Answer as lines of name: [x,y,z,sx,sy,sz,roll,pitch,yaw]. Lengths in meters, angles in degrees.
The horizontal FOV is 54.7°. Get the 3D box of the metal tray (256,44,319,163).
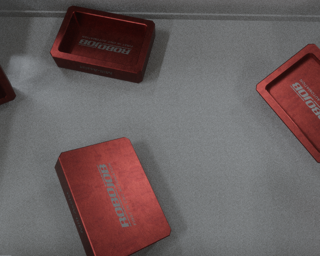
metal tray: [0.201,-0.031,0.399,0.090,0.030,0.130,-40,73,17]

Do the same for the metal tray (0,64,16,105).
metal tray: [-0.242,-0.070,0.368,0.091,0.129,0.030,-26,58,-18]

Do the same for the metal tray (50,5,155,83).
metal tray: [-0.080,-0.122,0.450,0.131,0.030,0.090,12,70,4]

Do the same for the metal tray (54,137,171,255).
metal tray: [-0.055,0.081,0.357,0.091,0.030,0.130,-14,68,-34]
